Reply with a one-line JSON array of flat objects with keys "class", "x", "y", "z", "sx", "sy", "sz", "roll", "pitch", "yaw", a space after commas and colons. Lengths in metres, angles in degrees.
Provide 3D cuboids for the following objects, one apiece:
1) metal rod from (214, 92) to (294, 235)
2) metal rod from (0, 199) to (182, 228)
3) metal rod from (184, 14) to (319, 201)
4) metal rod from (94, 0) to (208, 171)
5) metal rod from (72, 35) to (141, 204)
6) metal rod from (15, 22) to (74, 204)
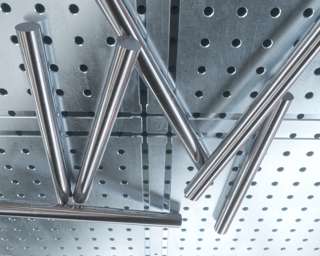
[{"class": "metal rod", "x": 0.131, "y": 0.072, "z": 0.473, "sx": 0.025, "sy": 0.025, "sz": 0.298, "roll": 6, "pitch": 130, "yaw": -5}, {"class": "metal rod", "x": -0.107, "y": 0.140, "z": 0.504, "sx": 0.302, "sy": 0.025, "sz": 0.025, "roll": 10, "pitch": 130, "yaw": -19}, {"class": "metal rod", "x": 0.114, "y": -0.013, "z": 0.381, "sx": 0.025, "sy": 0.025, "sz": 0.298, "roll": 22, "pitch": 121, "yaw": -17}, {"class": "metal rod", "x": 0.006, "y": -0.038, "z": 0.379, "sx": 0.025, "sy": 0.025, "sz": 0.300, "roll": -20, "pitch": 128, "yaw": 16}, {"class": "metal rod", "x": -0.080, "y": 0.014, "z": 0.405, "sx": 0.025, "sy": 0.025, "sz": 0.298, "roll": 15, "pitch": 134, "yaw": -13}, {"class": "metal rod", "x": -0.146, "y": 0.009, "z": 0.417, "sx": 0.025, "sy": 0.025, "sz": 0.298, "roll": 3, "pitch": 130, "yaw": -2}]
